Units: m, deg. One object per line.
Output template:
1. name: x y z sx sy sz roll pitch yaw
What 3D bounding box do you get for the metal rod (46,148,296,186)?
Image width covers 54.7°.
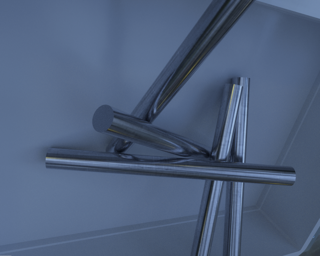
1. metal rod: 0.019 0.049 0.380 0.302 0.025 0.025 5 118 -7

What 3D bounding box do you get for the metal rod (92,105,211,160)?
1. metal rod: 0.033 0.025 0.390 0.025 0.025 0.301 -54 145 10

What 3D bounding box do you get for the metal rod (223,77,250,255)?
1. metal rod: 0.107 0.079 0.440 0.025 0.025 0.298 1 94 -29

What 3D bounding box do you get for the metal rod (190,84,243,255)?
1. metal rod: 0.070 0.090 0.414 0.025 0.025 0.298 11 91 -33

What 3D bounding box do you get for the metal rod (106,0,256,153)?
1. metal rod: 0.012 -0.047 0.294 0.025 0.025 0.298 4 146 -31
